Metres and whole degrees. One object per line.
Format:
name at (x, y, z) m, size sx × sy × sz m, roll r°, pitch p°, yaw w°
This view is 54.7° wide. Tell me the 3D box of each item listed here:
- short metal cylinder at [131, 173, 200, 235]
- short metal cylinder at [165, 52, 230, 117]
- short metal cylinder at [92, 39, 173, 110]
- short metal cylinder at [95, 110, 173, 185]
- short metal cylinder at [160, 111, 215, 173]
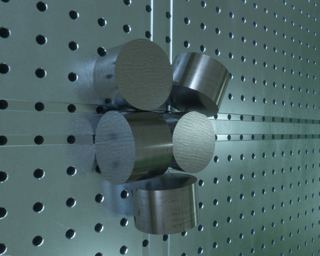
short metal cylinder at (0.007, 0.089, 0.378) m, size 0.081 × 0.080 × 0.050 m, roll -8°, pitch 96°, yaw -40°
short metal cylinder at (0.046, -0.055, 0.412) m, size 0.080 × 0.080 × 0.050 m, roll 35°, pitch 68°, yaw -35°
short metal cylinder at (-0.031, -0.060, 0.366) m, size 0.081 × 0.050 × 0.079 m, roll 0°, pitch 91°, yaw -39°
short metal cylinder at (-0.031, 0.020, 0.348) m, size 0.050 × 0.080 × 0.079 m, roll -3°, pitch 92°, yaw -41°
short metal cylinder at (0.029, 0.018, 0.417) m, size 0.081 × 0.050 × 0.079 m, roll -1°, pitch 91°, yaw -40°
